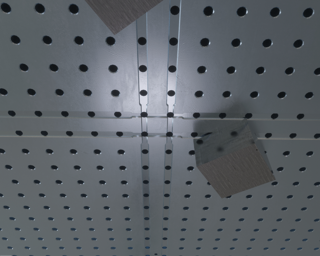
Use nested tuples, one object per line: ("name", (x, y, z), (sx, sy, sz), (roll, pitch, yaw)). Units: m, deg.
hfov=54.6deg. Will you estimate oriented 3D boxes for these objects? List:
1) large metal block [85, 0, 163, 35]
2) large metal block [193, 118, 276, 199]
("large metal block", (-0.033, -0.145, 0.272), (0.080, 0.050, 0.080), (-29, 125, 22))
("large metal block", (0.103, 0.045, 0.434), (0.080, 0.050, 0.080), (-25, 126, 20))
